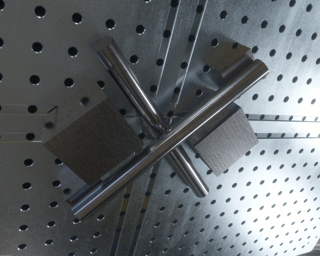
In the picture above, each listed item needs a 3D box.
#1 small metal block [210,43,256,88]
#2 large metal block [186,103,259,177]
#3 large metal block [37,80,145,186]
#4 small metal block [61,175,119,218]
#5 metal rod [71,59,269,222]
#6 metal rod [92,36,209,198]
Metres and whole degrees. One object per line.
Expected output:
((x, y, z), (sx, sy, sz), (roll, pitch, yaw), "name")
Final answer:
((0.103, -0.077, 0.420), (0.050, 0.025, 0.050), (-38, 129, -3), "small metal block")
((0.085, 0.011, 0.448), (0.080, 0.050, 0.080), (-40, 129, -1), "large metal block")
((-0.078, 0.006, 0.356), (0.080, 0.050, 0.080), (-37, 129, -3), "large metal block")
((-0.093, 0.085, 0.413), (0.050, 0.025, 0.050), (-39, 129, -2), "small metal block")
((0.014, 0.014, 0.395), (0.301, 0.025, 0.025), (-38, 129, -2), "metal rod")
((0.005, 0.008, 0.417), (0.025, 0.025, 0.300), (-37, 129, -4), "metal rod")
